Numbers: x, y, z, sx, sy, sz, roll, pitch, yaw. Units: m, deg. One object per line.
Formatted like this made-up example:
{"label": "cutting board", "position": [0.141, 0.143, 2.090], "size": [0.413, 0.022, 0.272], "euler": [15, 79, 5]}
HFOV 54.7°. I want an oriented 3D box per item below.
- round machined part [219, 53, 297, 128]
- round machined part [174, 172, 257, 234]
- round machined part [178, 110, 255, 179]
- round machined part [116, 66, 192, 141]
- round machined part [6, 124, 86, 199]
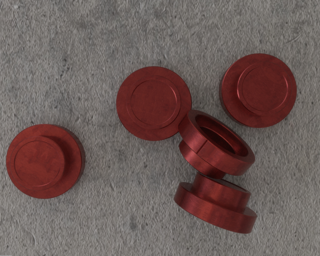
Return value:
{"label": "round machined part", "position": [0.129, -0.049, 0.402], "size": [0.099, 0.042, 0.097], "euler": [0, 90, 0]}
{"label": "round machined part", "position": [0.070, 0.084, 0.374], "size": [0.098, 0.098, 0.042], "euler": [21, 90, 0]}
{"label": "round machined part", "position": [0.063, 0.024, 0.378], "size": [0.098, 0.098, 0.042], "euler": [34, 112, 0]}
{"label": "round machined part", "position": [-0.008, -0.032, 0.401], "size": [0.099, 0.042, 0.097], "euler": [0, 90, 0]}
{"label": "round machined part", "position": [-0.150, 0.044, 0.400], "size": [0.099, 0.042, 0.097], "euler": [0, 90, 0]}
